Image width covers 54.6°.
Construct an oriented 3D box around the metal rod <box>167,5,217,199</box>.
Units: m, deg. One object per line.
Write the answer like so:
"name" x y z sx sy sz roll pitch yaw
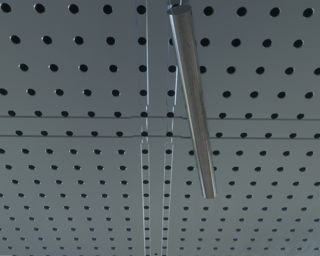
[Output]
"metal rod" 0.049 -0.007 0.405 0.025 0.025 0.299 -9 130 7
